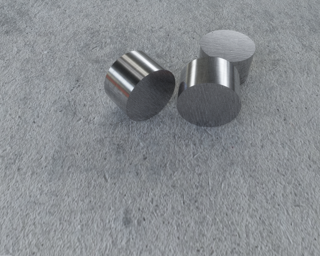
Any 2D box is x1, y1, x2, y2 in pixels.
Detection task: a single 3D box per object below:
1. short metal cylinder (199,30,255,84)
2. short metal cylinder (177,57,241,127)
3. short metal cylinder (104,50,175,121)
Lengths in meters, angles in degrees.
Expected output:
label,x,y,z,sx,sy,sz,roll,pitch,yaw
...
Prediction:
label,x,y,z,sx,sy,sz,roll,pitch,yaw
short metal cylinder,0.100,-0.107,0.478,0.080,0.050,0.080,0,50,0
short metal cylinder,0.064,-0.046,0.406,0.080,0.080,0.050,5,50,4
short metal cylinder,-0.026,-0.056,0.414,0.081,0.080,0.050,-32,57,-24
